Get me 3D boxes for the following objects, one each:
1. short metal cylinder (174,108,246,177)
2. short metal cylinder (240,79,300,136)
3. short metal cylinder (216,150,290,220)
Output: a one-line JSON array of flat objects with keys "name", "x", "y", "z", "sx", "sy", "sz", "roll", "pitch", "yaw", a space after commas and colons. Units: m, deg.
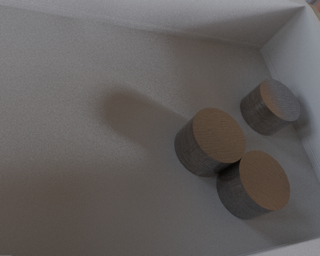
[{"name": "short metal cylinder", "x": 0.066, "y": 0.020, "z": 0.415, "sx": 0.081, "sy": 0.050, "sz": 0.080, "roll": 14, "pitch": 56, "yaw": -21}, {"name": "short metal cylinder", "x": 0.181, "y": -0.034, "z": 0.510, "sx": 0.081, "sy": 0.050, "sz": 0.080, "roll": 14, "pitch": 56, "yaw": -21}, {"name": "short metal cylinder", "x": 0.123, "y": 0.076, "z": 0.412, "sx": 0.081, "sy": 0.050, "sz": 0.080, "roll": 14, "pitch": 56, "yaw": -21}]
